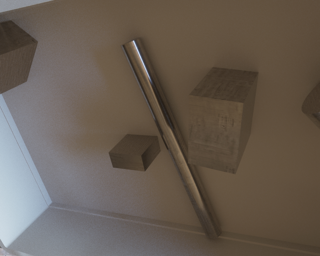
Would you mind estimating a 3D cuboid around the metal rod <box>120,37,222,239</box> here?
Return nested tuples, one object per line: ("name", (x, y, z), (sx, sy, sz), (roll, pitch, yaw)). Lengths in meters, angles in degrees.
("metal rod", (0.023, 0.027, 0.412), (0.025, 0.025, 0.299), (-11, 113, 32))

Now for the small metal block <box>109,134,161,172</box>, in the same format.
("small metal block", (-0.034, 0.033, 0.429), (0.050, 0.050, 0.025), (3, 120, 26))

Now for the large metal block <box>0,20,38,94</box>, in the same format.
("large metal block", (-0.227, -0.094, 0.432), (0.050, 0.080, 0.080), (39, 129, 2))

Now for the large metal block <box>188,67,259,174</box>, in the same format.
("large metal block", (0.068, -0.011, 0.330), (0.050, 0.080, 0.079), (11, 123, 22))

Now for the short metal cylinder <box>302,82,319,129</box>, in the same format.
("short metal cylinder", (0.174, -0.023, 0.267), (0.050, 0.080, 0.080), (45, 129, -3))
